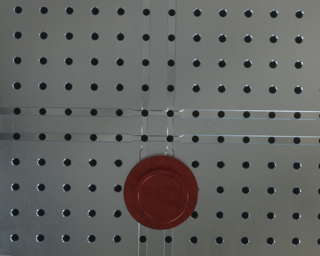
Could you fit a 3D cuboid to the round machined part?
[{"bbox_3d":[0.001,0.085,0.405,0.099,0.042,0.097,0,90,0],"label":"round machined part"}]
